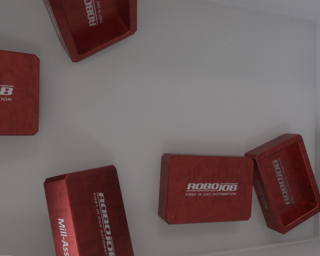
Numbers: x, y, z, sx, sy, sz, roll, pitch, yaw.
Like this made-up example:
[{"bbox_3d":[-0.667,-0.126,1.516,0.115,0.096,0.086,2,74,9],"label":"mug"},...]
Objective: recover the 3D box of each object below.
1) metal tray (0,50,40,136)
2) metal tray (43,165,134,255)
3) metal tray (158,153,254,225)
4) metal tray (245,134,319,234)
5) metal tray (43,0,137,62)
[{"bbox_3d":[-0.197,-0.037,0.321,0.131,0.030,0.089,1,90,-32],"label":"metal tray"},{"bbox_3d":[-0.073,0.111,0.340,0.030,0.090,0.129,-15,84,24],"label":"metal tray"},{"bbox_3d":[0.066,0.083,0.432,0.131,0.030,0.089,4,89,-20],"label":"metal tray"},{"bbox_3d":[0.192,0.084,0.478,0.091,0.030,0.129,-23,98,-19],"label":"metal tray"},{"bbox_3d":[-0.070,-0.130,0.325,0.090,0.130,0.030,-31,77,-13],"label":"metal tray"}]
